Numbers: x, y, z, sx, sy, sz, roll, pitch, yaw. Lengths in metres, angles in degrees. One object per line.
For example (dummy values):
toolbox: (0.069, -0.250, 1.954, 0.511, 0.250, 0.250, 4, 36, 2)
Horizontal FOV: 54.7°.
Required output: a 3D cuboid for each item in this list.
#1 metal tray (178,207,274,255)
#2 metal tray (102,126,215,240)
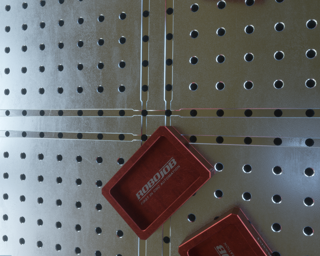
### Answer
metal tray: (0.095, 0.176, 0.375, 0.090, 0.030, 0.130, -38, 78, 15)
metal tray: (-0.005, 0.071, 0.410, 0.090, 0.030, 0.130, 46, 104, 14)
